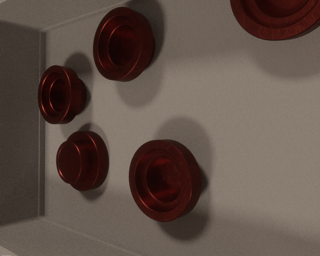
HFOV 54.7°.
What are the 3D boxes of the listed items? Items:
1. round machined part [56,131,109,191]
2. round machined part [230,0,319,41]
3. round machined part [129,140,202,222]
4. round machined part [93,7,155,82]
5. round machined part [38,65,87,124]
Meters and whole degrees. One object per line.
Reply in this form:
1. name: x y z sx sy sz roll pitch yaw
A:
1. round machined part: -0.131 0.054 0.501 0.098 0.042 0.097 0 90 39
2. round machined part: 0.119 -0.132 0.288 0.098 0.042 0.097 15 113 39
3. round machined part: 0.011 0.063 0.385 0.098 0.042 0.097 0 90 39
4. round machined part: -0.046 -0.113 0.431 0.098 0.042 0.097 0 90 39
5. round machined part: -0.163 -0.055 0.527 0.098 0.042 0.097 0 90 39
